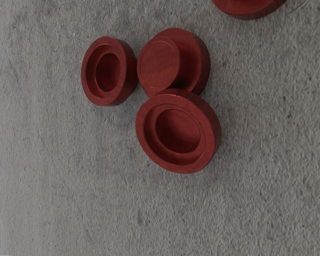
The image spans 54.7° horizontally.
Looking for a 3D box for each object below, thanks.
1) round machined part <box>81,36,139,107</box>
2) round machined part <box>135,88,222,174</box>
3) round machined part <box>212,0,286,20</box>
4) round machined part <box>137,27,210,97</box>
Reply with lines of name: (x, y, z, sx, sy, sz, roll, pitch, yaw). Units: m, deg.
round machined part: (-0.068, -0.079, 0.450, 0.098, 0.042, 0.097, 0, 90, 40)
round machined part: (0.024, 0.000, 0.358, 0.098, 0.042, 0.097, 13, 120, 25)
round machined part: (0.090, -0.166, 0.319, 0.098, 0.042, 0.097, 0, 90, 40)
round machined part: (0.010, -0.076, 0.386, 0.098, 0.042, 0.097, 0, 90, 40)
